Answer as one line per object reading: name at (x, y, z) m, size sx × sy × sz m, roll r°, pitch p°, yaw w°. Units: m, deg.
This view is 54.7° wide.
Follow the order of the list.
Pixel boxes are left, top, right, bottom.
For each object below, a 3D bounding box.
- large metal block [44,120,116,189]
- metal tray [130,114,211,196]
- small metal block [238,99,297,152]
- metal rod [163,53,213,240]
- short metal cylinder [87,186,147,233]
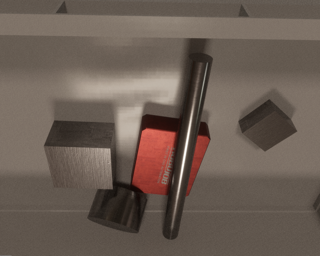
large metal block at (-0.104, 0.038, 0.423) m, size 0.081 × 0.050 × 0.079 m, roll 2°, pitch 130°, yaw -3°
metal tray at (0.010, 0.044, 0.444) m, size 0.091 × 0.030 × 0.129 m, roll 8°, pitch 130°, yaw -7°
small metal block at (0.142, -0.002, 0.409) m, size 0.050 × 0.025 × 0.050 m, roll 35°, pitch 122°, yaw -26°
metal rod at (0.029, 0.047, 0.406) m, size 0.025 × 0.025 × 0.298 m, roll 3°, pitch 126°, yaw -4°
short metal cylinder at (-0.065, 0.126, 0.479) m, size 0.080 × 0.050 × 0.080 m, roll 13°, pitch 154°, yaw 7°
